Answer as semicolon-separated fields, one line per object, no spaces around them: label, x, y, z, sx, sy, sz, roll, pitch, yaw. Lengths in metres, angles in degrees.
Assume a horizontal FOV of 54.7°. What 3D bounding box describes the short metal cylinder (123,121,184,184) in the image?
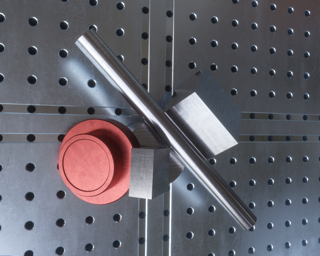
short metal cylinder;-0.013;0.031;0.390;0.081;0.050;0.079;0;90;-20

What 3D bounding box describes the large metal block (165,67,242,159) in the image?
large metal block;0.057;-0.020;0.394;0.080;0.050;0.080;48;32;-14

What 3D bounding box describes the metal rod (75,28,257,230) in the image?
metal rod;0.017;0.012;0.362;0.025;0.025;0.300;-45;104;-14

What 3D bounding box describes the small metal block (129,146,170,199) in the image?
small metal block;-0.010;0.046;0.336;0.025;0.050;0.050;3;89;20

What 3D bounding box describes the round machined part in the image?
round machined part;-0.072;0.038;0.346;0.098;0.042;0.097;1;94;18
